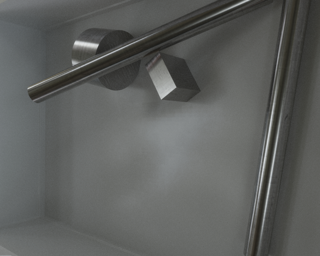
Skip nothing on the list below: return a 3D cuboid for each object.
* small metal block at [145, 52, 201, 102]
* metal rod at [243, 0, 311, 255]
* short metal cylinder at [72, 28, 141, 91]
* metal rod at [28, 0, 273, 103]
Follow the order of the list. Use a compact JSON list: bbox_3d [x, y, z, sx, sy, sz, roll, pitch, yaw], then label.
[{"bbox_3d":[0.016,-0.060,0.376,0.025,0.050,0.050,-37,68,34],"label":"small metal block"},{"bbox_3d":[0.118,-0.014,0.308,0.025,0.025,0.298,12,97,39],"label":"metal rod"},{"bbox_3d":[-0.073,-0.096,0.429,0.050,0.081,0.079,19,102,38],"label":"short metal cylinder"},{"bbox_3d":[-0.025,-0.092,0.357,0.301,0.025,0.025,-20,77,16],"label":"metal rod"}]
